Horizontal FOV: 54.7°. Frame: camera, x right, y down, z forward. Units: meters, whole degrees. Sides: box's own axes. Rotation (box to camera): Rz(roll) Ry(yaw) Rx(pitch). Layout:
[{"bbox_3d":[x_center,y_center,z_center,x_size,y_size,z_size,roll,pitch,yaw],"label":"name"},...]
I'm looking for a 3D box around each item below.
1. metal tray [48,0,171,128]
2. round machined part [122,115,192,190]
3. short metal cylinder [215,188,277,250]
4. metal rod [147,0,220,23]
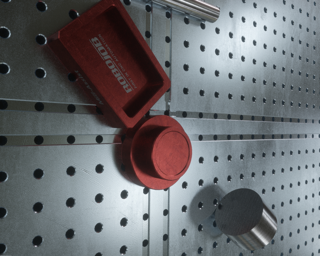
[{"bbox_3d":[-0.052,-0.074,0.361,0.090,0.030,0.130,-50,120,-28],"label":"metal tray"},{"bbox_3d":[0.003,0.032,0.401,0.099,0.042,0.097,0,90,-40],"label":"round machined part"},{"bbox_3d":[0.134,0.142,0.486,0.050,0.080,0.080,47,62,-30],"label":"short metal cylinder"},{"bbox_3d":[-0.034,-0.177,0.380,0.302,0.025,0.025,1,89,-40],"label":"metal rod"}]
